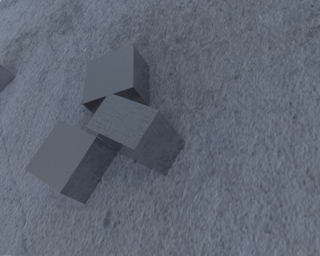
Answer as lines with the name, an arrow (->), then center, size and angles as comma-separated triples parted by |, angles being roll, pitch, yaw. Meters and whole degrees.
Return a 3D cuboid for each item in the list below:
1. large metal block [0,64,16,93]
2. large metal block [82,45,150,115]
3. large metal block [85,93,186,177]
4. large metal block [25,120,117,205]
large metal block -> -0.356, -0.122, 0.627 | 0.080, 0.080, 0.050 | 31, 79, 37
large metal block -> -0.063, -0.066, 0.459 | 0.080, 0.050, 0.080 | -15, 56, 19
large metal block -> -0.027, 0.008, 0.377 | 0.080, 0.080, 0.050 | 21, 73, 35
large metal block -> -0.120, 0.045, 0.421 | 0.080, 0.050, 0.080 | 20, 72, 35
